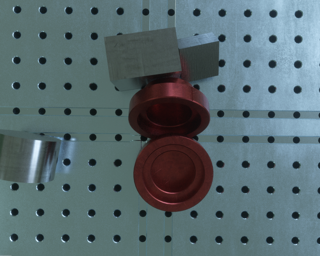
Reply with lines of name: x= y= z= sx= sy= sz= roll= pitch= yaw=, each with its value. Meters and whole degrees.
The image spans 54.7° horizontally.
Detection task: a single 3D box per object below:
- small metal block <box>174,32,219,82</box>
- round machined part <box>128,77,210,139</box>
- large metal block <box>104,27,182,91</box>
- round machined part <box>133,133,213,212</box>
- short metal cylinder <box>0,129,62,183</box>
small metal block: x=0.047 y=-0.090 z=0.398 sx=0.050 sy=0.025 sz=0.050 roll=-13 pitch=133 yaw=-6
round machined part: x=0.011 y=-0.026 z=0.385 sx=0.099 sy=0.098 sz=0.042 roll=1 pitch=58 yaw=0
large metal block: x=-0.019 y=-0.082 z=0.385 sx=0.080 sy=0.080 sz=0.050 roll=-8 pitch=89 yaw=0
round machined part: x=0.016 y=0.054 z=0.400 sx=0.099 sy=0.042 sz=0.097 roll=0 pitch=99 yaw=-1
short metal cylinder: x=-0.169 y=0.033 z=0.384 sx=0.080 sy=0.080 sz=0.050 roll=11 pitch=90 yaw=0
